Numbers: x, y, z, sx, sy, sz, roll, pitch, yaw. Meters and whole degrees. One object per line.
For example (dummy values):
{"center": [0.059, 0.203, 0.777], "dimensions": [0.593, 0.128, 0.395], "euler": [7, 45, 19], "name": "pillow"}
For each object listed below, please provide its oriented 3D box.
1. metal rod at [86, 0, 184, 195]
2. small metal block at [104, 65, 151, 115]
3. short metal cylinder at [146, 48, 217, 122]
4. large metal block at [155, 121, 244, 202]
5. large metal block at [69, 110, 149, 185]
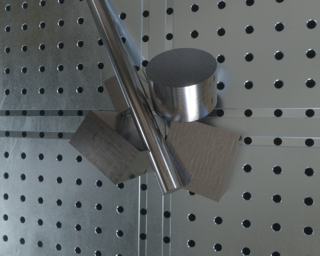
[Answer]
{"center": [-0.040, -0.060, 0.394], "dimensions": [0.025, 0.025, 0.299], "euler": [-29, 69, 17], "name": "metal rod"}
{"center": [-0.042, -0.051, 0.427], "dimensions": [0.050, 0.025, 0.050], "euler": [-25, 82, 18], "name": "small metal block"}
{"center": [0.027, -0.052, 0.366], "dimensions": [0.080, 0.080, 0.050], "euler": [9, 137, 19], "name": "short metal cylinder"}
{"center": [0.050, 0.034, 0.381], "dimensions": [0.080, 0.050, 0.080], "euler": [19, 96, 18], "name": "large metal block"}
{"center": [-0.054, 0.022, 0.401], "dimensions": [0.080, 0.080, 0.050], "euler": [39, 102, 15], "name": "large metal block"}
